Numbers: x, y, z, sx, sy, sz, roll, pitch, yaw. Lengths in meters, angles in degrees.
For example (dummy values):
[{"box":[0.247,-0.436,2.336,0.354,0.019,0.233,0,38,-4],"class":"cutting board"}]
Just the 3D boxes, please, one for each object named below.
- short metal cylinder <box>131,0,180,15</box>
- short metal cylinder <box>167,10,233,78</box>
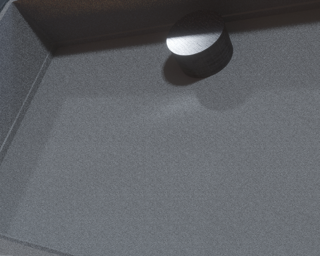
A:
[{"box":[-0.007,-0.237,0.522,0.080,0.080,0.050,-49,51,-6],"class":"short metal cylinder"},{"box":[0.056,-0.117,0.432,0.080,0.050,0.080,-13,56,21],"class":"short metal cylinder"}]
